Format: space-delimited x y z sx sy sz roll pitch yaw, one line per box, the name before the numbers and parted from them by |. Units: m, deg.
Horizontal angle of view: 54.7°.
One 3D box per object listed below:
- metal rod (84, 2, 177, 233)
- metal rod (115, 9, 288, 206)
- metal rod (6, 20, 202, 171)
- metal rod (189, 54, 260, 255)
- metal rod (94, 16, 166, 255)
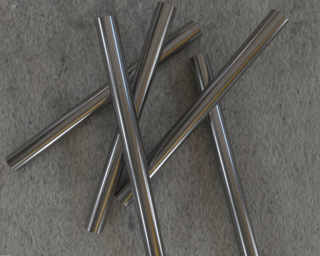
metal rod | -0.039 -0.008 0.392 0.025 0.025 0.298 19 97 -1
metal rod | 0.046 -0.019 0.388 0.025 0.025 0.299 40 98 -1
metal rod | -0.073 -0.043 0.409 0.301 0.025 0.025 -36 90 -1
metal rod | 0.089 0.050 0.411 0.025 0.025 0.298 -15 90 0
metal rod | -0.033 0.022 0.371 0.025 0.025 0.298 -11 99 0
